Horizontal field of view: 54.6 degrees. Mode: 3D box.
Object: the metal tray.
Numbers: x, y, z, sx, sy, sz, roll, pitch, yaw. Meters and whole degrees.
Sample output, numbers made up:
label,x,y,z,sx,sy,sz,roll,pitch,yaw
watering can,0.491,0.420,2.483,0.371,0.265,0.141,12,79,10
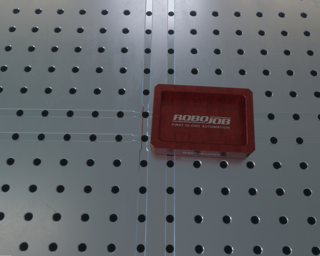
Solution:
label,x,y,z,sx,sy,sz,roll,pitch,yaw
metal tray,0.056,-0.009,0.412,0.131,0.030,0.090,3,70,1
